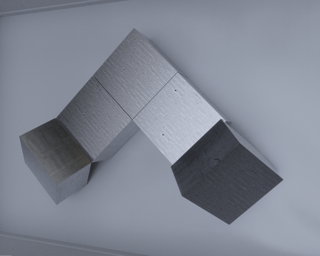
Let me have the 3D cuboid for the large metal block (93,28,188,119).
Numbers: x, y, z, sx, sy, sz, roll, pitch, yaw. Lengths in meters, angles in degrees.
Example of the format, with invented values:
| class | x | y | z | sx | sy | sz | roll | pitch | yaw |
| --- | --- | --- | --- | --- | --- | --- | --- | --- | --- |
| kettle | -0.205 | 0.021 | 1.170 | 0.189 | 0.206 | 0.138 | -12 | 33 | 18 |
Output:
| class | x | y | z | sx | sy | sz | roll | pitch | yaw |
| --- | --- | --- | --- | --- | --- | --- | --- | --- | --- |
| large metal block | -0.024 | -0.067 | 0.404 | 0.080 | 0.050 | 0.080 | -46 | 76 | 14 |

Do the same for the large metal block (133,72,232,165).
| class | x | y | z | sx | sy | sz | roll | pitch | yaw |
| --- | --- | --- | --- | --- | --- | --- | --- | --- | --- |
| large metal block | 0.028 | -0.009 | 0.385 | 0.080 | 0.050 | 0.080 | -46 | 76 | 14 |

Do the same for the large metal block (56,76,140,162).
| class | x | y | z | sx | sy | sz | roll | pitch | yaw |
| --- | --- | --- | --- | --- | --- | --- | --- | --- | --- |
| large metal block | -0.079 | -0.012 | 0.423 | 0.080 | 0.050 | 0.080 | -46 | 76 | 14 |

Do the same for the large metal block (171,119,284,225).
| class | x | y | z | sx | sy | sz | roll | pitch | yaw |
| --- | --- | --- | --- | --- | --- | --- | --- | --- | --- |
| large metal block | 0.073 | 0.050 | 0.347 | 0.080 | 0.050 | 0.080 | 36 | 106 | -29 |

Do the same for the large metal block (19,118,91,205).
| class | x | y | z | sx | sy | sz | roll | pitch | yaw |
| --- | --- | --- | --- | --- | --- | --- | --- | --- | --- |
| large metal block | -0.142 | 0.047 | 0.423 | 0.080 | 0.050 | 0.080 | 48 | 147 | 13 |
